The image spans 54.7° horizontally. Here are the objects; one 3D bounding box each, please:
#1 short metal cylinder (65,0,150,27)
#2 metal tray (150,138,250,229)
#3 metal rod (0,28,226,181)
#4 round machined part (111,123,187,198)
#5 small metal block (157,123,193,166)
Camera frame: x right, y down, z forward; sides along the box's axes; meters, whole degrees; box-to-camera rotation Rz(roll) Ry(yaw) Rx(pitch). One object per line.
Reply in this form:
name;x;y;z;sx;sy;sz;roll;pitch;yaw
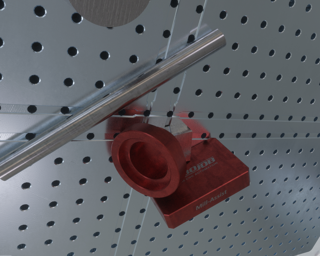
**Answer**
short metal cylinder;-0.052;-0.138;0.281;0.081;0.050;0.079;-14;124;-21
metal tray;0.049;0.073;0.440;0.131;0.090;0.030;-26;128;-12
metal rod;-0.052;-0.032;0.363;0.301;0.025;0.025;-32;129;-7
round machined part;-0.010;0.037;0.394;0.042;0.098;0.097;-43;142;-48
small metal block;0.016;0.025;0.436;0.050;0.025;0.050;-12;124;-22
